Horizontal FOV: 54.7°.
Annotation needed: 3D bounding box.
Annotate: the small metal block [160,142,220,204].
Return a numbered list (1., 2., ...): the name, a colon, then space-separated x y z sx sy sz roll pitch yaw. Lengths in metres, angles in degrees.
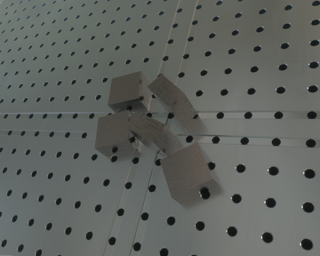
1. small metal block: 0.033 0.052 0.358 0.050 0.025 0.050 -27 53 10

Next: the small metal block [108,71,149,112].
1. small metal block: -0.047 -0.053 0.464 0.050 0.025 0.050 -10 57 22

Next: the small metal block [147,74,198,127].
1. small metal block: 0.017 -0.036 0.405 0.025 0.050 0.050 -43 51 -1

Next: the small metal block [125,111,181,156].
1. small metal block: -0.008 0.009 0.390 0.050 0.050 0.025 27 76 37

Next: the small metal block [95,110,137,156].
1. small metal block: -0.060 0.007 0.434 0.050 0.025 0.050 -13 56 20
